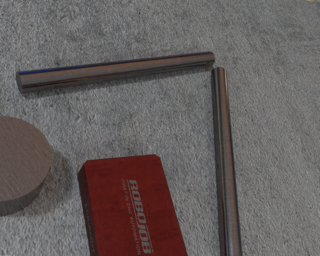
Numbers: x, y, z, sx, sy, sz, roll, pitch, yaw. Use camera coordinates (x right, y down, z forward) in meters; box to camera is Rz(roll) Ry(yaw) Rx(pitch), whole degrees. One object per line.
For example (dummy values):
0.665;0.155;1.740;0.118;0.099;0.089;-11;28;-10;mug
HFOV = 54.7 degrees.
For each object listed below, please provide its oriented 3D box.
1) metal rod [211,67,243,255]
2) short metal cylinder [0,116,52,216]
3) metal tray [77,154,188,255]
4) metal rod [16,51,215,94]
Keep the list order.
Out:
0.089;0.034;0.430;0.025;0.025;0.300;16;55;-19;metal rod
-0.146;0.036;0.287;0.081;0.050;0.080;14;56;-21;short metal cylinder
-0.030;0.095;0.326;0.091;0.030;0.130;-2;63;-29;metal tray
-0.038;-0.083;0.433;0.302;0.025;0.025;-15;70;-34;metal rod
